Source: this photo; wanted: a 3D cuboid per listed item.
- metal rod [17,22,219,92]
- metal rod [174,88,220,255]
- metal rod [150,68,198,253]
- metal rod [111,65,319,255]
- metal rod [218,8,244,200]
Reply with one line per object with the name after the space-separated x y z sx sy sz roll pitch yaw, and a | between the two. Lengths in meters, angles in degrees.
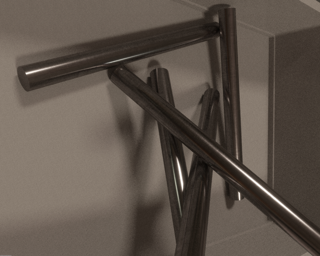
-0.023 -0.099 0.388 0.302 0.025 0.025 -26 107 -37 | metal rod
0.050 0.036 0.360 0.025 0.025 0.301 57 29 -25 | metal rod
0.020 0.060 0.344 0.025 0.025 0.299 15 55 -39 | metal rod
0.059 0.030 0.329 0.300 0.025 0.025 41 54 16 | metal rod
0.113 -0.029 0.485 0.025 0.025 0.298 -16 106 -39 | metal rod
